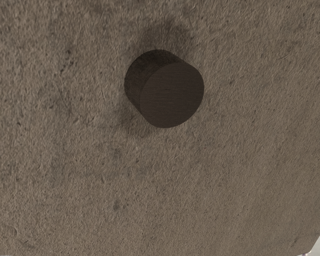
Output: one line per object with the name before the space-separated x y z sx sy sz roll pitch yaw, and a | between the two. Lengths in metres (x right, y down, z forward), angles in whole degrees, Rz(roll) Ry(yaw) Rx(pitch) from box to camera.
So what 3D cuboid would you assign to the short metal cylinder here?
short metal cylinder | 0.004 -0.047 0.366 0.081 0.050 0.079 -14 125 -21
